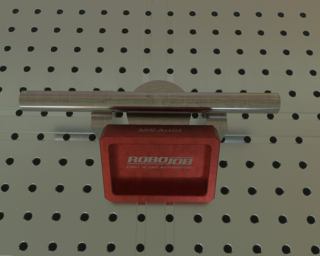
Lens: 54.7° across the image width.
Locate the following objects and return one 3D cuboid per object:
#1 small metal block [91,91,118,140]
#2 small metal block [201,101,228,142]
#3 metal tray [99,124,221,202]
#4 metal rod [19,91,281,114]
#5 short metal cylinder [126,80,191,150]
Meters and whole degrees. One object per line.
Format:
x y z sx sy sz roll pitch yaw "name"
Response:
-0.071 -0.015 0.404 0.025 0.050 0.050 -1 70 0 "small metal block"
0.069 -0.012 0.403 0.025 0.050 0.050 -1 70 0 "small metal block"
0.000 0.042 0.364 0.131 0.089 0.030 0 27 0 "metal tray"
-0.012 -0.031 0.369 0.302 0.025 0.025 1 70 0 "metal rod"
-0.001 -0.015 0.404 0.081 0.050 0.080 0 70 0 "short metal cylinder"
